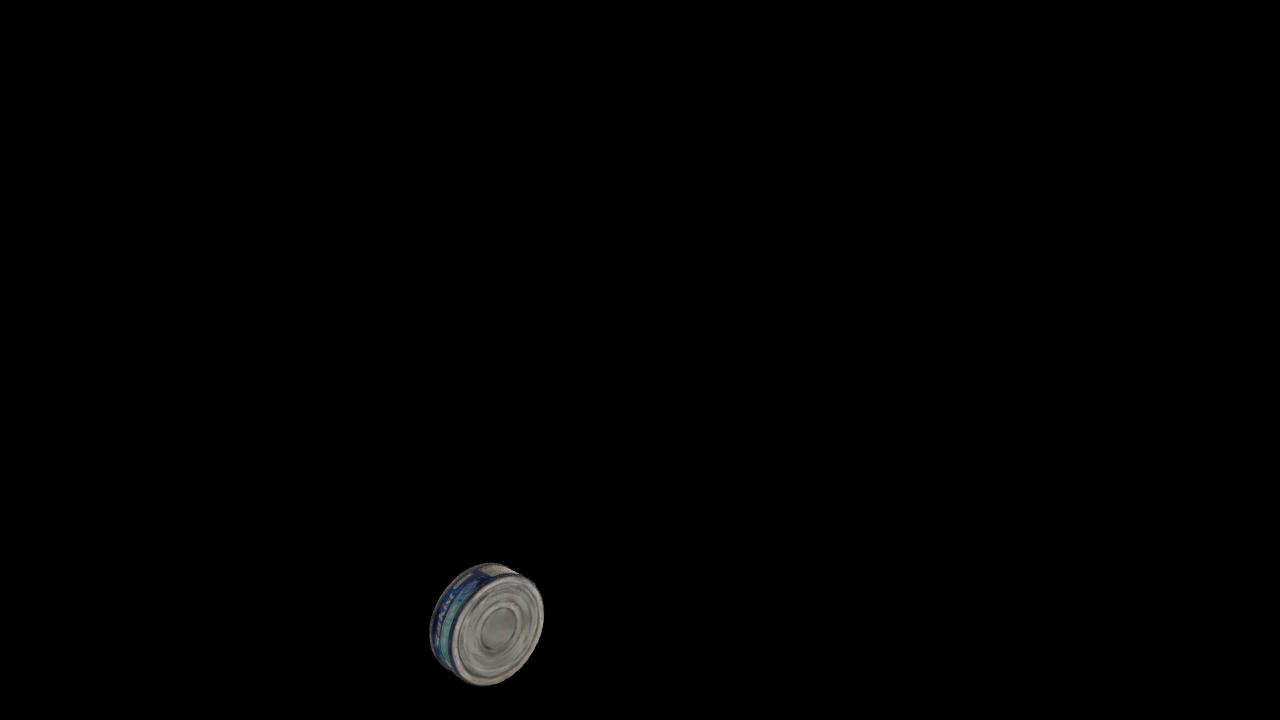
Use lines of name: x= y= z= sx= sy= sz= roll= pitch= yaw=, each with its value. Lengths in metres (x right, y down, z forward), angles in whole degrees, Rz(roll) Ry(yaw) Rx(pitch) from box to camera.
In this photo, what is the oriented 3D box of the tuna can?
tuna can: x=-0.116 y=0.203 z=0.475 sx=0.084 sy=0.084 sz=0.034 roll=0 pitch=1 yaw=-44
